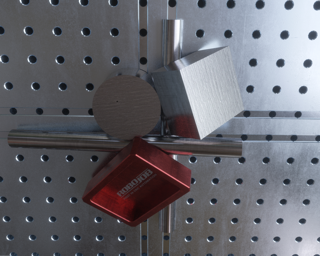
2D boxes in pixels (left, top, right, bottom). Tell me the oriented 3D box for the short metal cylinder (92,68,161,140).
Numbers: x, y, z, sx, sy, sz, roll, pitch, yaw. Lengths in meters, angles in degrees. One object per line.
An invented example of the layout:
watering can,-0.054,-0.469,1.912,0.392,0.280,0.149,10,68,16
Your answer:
short metal cylinder,-0.039,-0.032,0.388,0.081,0.050,0.079,0,110,0

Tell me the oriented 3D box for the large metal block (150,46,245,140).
large metal block,0.046,-0.042,0.364,0.081,0.050,0.080,-31,113,-31

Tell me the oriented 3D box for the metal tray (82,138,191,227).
metal tray,-0.033,0.077,0.411,0.090,0.030,0.129,34,127,-18

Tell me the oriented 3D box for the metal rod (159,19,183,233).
metal rod,0.013,0.011,0.417,0.025,0.025,0.298,1,110,-1

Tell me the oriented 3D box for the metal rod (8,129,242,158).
metal rod,-0.049,0.020,0.402,0.302,0.025,0.025,2,110,6
